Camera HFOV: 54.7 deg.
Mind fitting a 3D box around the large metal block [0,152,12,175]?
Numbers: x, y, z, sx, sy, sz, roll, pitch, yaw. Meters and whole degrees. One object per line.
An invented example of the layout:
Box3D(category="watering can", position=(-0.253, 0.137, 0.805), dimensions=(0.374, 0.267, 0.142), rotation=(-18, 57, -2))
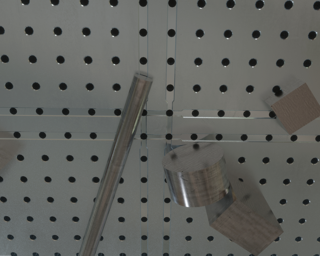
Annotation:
Box3D(category="large metal block", position=(-0.267, 0.059, 0.419), dimensions=(0.080, 0.050, 0.080), rotation=(37, 106, -13))

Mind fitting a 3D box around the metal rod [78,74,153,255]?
Box3D(category="metal rod", position=(-0.068, 0.069, 0.438), dimensions=(0.025, 0.025, 0.298), rotation=(18, 109, -7))

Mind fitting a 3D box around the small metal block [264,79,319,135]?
Box3D(category="small metal block", position=(0.175, -0.028, 0.405), dimensions=(0.050, 0.025, 0.050), rotation=(-36, 107, 12))

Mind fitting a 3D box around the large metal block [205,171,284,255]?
Box3D(category="large metal block", position=(0.109, 0.113, 0.427), dimensions=(0.080, 0.080, 0.050), rotation=(36, 106, -12))

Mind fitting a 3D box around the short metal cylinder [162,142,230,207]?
Box3D(category="short metal cylinder", position=(0.047, 0.059, 0.406), dimensions=(0.080, 0.080, 0.050), rotation=(-12, 110, 4))
